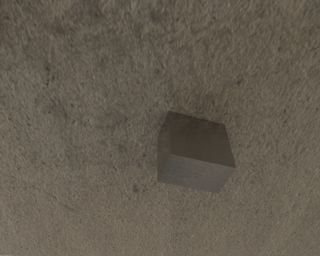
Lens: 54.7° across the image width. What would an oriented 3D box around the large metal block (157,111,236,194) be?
[{"bbox_3d":[0.043,0.030,0.398,0.081,0.080,0.050,13,129,-12],"label":"large metal block"}]
